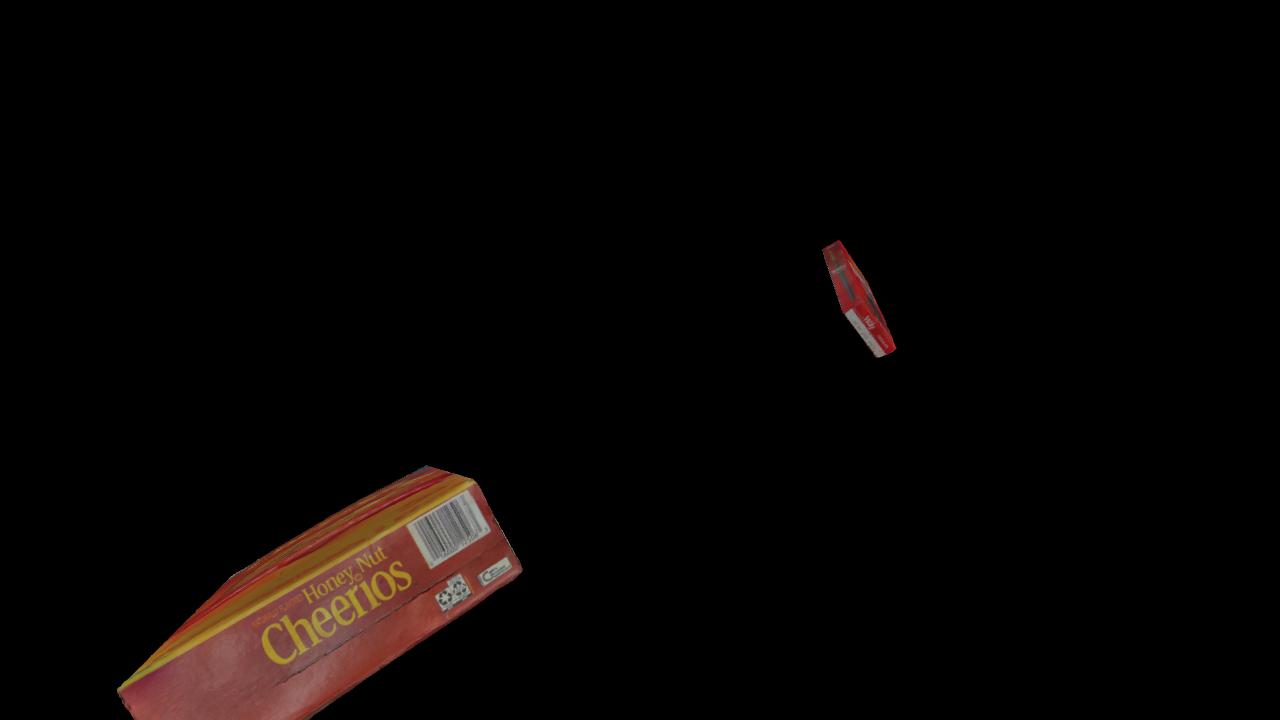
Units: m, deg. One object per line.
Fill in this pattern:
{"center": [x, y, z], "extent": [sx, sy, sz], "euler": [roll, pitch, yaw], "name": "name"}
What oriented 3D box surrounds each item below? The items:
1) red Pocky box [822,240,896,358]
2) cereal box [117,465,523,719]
{"center": [0.264, -0.079, 0.750], "extent": [0.028, 0.083, 0.155], "euler": [-33, 28, 26], "name": "red Pocky box"}
{"center": [-0.228, 0.167, 0.482], "extent": [0.203, 0.081, 0.306], "euler": [-30, 6, -25], "name": "cereal box"}
